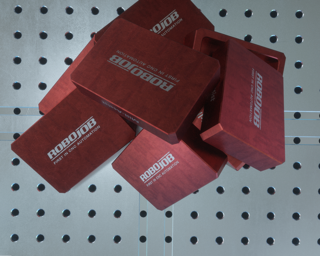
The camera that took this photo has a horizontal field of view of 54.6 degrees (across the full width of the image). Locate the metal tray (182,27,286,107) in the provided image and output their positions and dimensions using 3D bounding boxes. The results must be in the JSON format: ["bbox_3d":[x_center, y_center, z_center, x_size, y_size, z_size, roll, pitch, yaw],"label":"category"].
[{"bbox_3d":[0.090,-0.063,0.389,0.131,0.030,0.090,10,90,-20],"label":"metal tray"}]

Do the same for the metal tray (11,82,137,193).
[{"bbox_3d":[-0.105,0.011,0.388,0.130,0.030,0.090,-38,106,11],"label":"metal tray"}]

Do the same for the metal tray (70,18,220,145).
[{"bbox_3d":[-0.015,-0.052,0.323,0.130,0.030,0.090,29,75,19],"label":"metal tray"}]

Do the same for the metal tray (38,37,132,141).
[{"bbox_3d":[-0.082,-0.049,0.410,0.090,0.030,0.130,39,90,0],"label":"metal tray"}]

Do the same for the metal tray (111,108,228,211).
[{"bbox_3d":[0.005,0.041,0.367,0.090,0.129,0.030,43,48,-1],"label":"metal tray"}]

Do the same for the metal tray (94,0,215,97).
[{"bbox_3d":[-0.006,-0.114,0.392,0.130,0.030,0.090,-43,92,-14],"label":"metal tray"}]

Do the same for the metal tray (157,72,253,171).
[{"bbox_3d":[0.050,-0.008,0.382,0.130,0.090,0.030,44,91,1],"label":"metal tray"}]

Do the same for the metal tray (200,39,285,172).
[{"bbox_3d":[0.097,-0.028,0.348,0.090,0.030,0.130,28,54,-20],"label":"metal tray"}]
